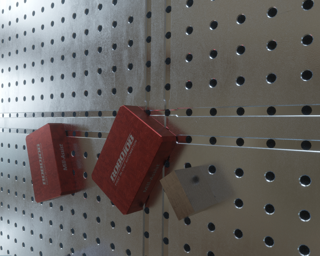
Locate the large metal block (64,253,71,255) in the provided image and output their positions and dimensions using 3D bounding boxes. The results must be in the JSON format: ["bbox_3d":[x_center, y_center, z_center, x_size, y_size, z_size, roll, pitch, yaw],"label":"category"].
[{"bbox_3d":[-0.176,0.270,0.515,0.080,0.081,0.050,48,118,29],"label":"large metal block"}]

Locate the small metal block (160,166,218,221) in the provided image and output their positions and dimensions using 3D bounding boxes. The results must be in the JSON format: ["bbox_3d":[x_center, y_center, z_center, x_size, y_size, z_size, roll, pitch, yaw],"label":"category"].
[{"bbox_3d":[0.034,0.075,0.363,0.025,0.050,0.050,-40,66,32],"label":"small metal block"}]

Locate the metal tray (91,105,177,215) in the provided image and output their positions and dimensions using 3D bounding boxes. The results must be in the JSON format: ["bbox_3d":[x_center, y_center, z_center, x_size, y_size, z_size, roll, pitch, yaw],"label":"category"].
[{"bbox_3d":[-0.041,0.044,0.438,0.090,0.030,0.129,39,113,33],"label":"metal tray"}]

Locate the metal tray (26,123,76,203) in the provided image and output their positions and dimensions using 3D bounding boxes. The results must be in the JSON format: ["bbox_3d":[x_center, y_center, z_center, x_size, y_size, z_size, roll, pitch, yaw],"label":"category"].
[{"bbox_3d":[-0.203,0.065,0.570,0.090,0.030,0.129,-22,76,37],"label":"metal tray"}]
